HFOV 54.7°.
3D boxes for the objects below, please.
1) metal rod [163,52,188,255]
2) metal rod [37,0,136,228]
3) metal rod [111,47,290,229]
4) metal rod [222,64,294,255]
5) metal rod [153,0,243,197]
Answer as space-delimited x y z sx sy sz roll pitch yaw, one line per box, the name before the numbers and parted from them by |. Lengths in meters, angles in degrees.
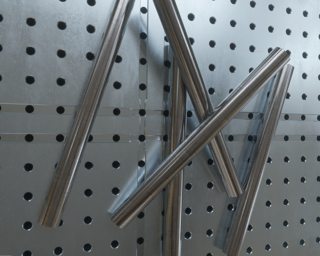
metal rod | 0.022 0.031 0.421 0.025 0.025 0.298 3 89 -20
metal rod | -0.087 -0.029 0.381 0.025 0.025 0.299 20 83 -19
metal rod | 0.051 0.012 0.395 0.300 0.025 0.025 -46 105 0
metal rod | 0.151 0.044 0.470 0.025 0.025 0.299 21 83 -19
metal rod | 0.054 -0.037 0.412 0.025 0.025 0.299 -29 108 -18
